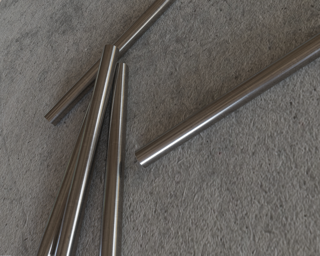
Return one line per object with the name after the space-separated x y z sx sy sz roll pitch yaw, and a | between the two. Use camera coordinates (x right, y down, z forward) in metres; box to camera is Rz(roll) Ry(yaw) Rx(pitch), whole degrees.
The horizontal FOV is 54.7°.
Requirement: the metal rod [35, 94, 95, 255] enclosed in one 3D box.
-0.114 0.043 0.435 0.025 0.025 0.300 -2 61 27 | metal rod

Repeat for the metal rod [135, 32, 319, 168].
0.100 -0.041 0.375 0.300 0.025 0.025 -33 52 6 | metal rod

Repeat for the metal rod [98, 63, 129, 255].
-0.059 0.032 0.413 0.025 0.025 0.299 -14 56 20 | metal rod

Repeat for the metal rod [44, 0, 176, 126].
-0.078 -0.122 0.517 0.300 0.025 0.025 -48 52 -6 | metal rod

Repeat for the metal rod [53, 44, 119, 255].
-0.095 0.016 0.424 0.025 0.025 0.299 -3 65 26 | metal rod
